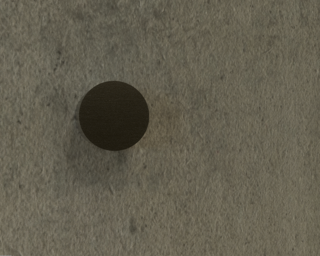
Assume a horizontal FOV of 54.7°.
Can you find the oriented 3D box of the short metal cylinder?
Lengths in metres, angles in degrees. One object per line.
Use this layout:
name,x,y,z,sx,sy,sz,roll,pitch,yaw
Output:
short metal cylinder,-0.059,-0.014,0.375,0.081,0.050,0.079,0,90,-21
